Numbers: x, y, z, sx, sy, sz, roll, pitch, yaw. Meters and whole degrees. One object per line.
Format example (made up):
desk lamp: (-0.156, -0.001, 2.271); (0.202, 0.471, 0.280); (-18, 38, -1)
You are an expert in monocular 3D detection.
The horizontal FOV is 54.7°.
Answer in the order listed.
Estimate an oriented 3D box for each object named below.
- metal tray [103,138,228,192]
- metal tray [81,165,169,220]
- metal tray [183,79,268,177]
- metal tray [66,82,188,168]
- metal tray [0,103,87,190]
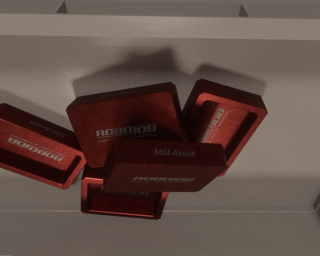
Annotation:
metal tray: (0.003, 0.049, 0.376); (0.131, 0.030, 0.089); (4, 149, -18)
metal tray: (-0.057, 0.103, 0.492); (0.131, 0.030, 0.089); (7, 130, -7)
metal tray: (0.068, 0.005, 0.411); (0.091, 0.030, 0.129); (14, 129, -12)
metal tray: (-0.038, -0.001, 0.380); (0.130, 0.030, 0.089); (-7, 116, 15)
metal tray: (-0.171, 0.030, 0.428); (0.131, 0.030, 0.090); (25, 126, -21)
